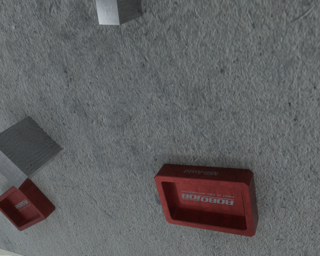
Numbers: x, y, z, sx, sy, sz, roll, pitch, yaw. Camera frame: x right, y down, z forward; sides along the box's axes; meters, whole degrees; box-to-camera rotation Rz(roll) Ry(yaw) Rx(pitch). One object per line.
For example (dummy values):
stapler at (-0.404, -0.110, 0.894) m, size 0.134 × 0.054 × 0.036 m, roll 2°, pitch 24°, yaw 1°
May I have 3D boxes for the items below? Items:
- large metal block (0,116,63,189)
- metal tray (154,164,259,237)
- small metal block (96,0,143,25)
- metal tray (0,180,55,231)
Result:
large metal block at (-0.227, 0.039, 0.515) m, size 0.080 × 0.080 × 0.050 m, roll 46°, pitch 129°, yaw -4°
metal tray at (0.064, 0.098, 0.430) m, size 0.130 × 0.030 × 0.089 m, roll 0°, pitch 119°, yaw 28°
small metal block at (-0.043, -0.140, 0.327) m, size 0.025 × 0.050 × 0.050 m, roll 10°, pitch 123°, yaw 23°
metal tray at (-0.290, 0.164, 0.657) m, size 0.130 × 0.030 × 0.090 m, roll -31°, pitch 101°, yaw 38°
